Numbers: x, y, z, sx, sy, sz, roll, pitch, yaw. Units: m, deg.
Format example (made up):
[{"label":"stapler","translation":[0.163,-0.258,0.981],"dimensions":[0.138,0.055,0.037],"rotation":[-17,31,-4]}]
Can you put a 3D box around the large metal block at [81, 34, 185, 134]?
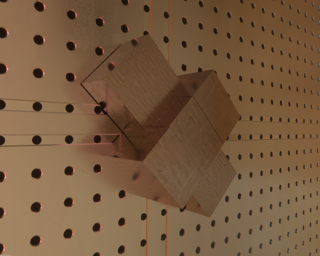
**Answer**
[{"label":"large metal block","translation":[-0.029,-0.050,0.367],"dimensions":[0.080,0.050,0.080],"rotation":[-52,121,-26]}]

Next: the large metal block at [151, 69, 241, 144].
[{"label":"large metal block","translation":[0.047,-0.026,0.416],"dimensions":[0.050,0.080,0.080],"rotation":[-52,121,-27]}]

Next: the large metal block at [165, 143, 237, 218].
[{"label":"large metal block","translation":[0.054,0.065,0.441],"dimensions":[0.080,0.050,0.080],"rotation":[-51,120,-27]}]

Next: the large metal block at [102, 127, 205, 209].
[{"label":"large metal block","translation":[-0.008,0.044,0.369],"dimensions":[0.050,0.080,0.080],"rotation":[-52,121,-27]}]

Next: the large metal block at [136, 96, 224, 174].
[{"label":"large metal block","translation":[0.019,0.009,0.392],"dimensions":[0.050,0.080,0.080],"rotation":[-52,121,-27]}]
